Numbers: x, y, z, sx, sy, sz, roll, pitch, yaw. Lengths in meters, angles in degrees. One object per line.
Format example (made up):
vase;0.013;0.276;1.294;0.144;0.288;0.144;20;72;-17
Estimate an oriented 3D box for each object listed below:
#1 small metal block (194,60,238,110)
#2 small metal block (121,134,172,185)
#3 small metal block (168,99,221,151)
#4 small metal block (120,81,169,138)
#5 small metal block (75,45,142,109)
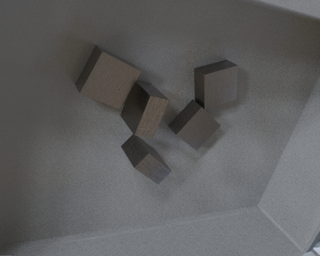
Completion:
small metal block;0.074;-0.058;0.413;0.050;0.025;0.050;-18;126;-18
small metal block;-0.018;0.040;0.407;0.025;0.050;0.050;-45;129;3
small metal block;0.048;-0.003;0.433;0.050;0.025;0.050;-48;129;5
small metal block;-0.020;-0.023;0.367;0.025;0.050;0.050;10;113;-33
small metal block;-0.057;-0.055;0.343;0.050;0.025;0.050;22;107;-36
